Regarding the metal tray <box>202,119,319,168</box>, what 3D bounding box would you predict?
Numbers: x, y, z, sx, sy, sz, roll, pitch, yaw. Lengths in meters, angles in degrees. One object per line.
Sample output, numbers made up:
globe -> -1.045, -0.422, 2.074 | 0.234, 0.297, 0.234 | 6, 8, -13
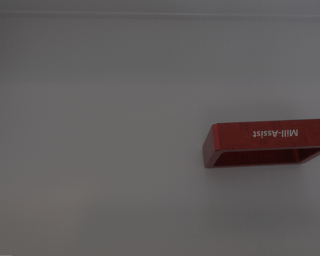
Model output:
metal tray -> 0.122, 0.021, 0.368 | 0.131, 0.090, 0.030 | -3, 70, -1
